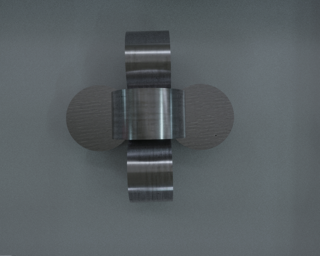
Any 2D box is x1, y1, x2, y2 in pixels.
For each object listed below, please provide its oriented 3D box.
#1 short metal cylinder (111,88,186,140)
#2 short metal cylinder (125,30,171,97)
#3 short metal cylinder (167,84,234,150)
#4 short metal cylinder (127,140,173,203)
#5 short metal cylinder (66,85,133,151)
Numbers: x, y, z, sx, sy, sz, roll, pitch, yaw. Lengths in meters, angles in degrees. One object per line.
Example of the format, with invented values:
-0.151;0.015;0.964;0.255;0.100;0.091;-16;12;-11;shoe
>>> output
-0.012;-0.014;0.338;0.081;0.080;0.050;-1;90;0;short metal cylinder
-0.014;-0.078;0.382;0.050;0.080;0.080;-2;90;-1;short metal cylinder
0.049;-0.013;0.397;0.081;0.050;0.080;0;90;0;short metal cylinder
-0.011;0.050;0.382;0.050;0.080;0.080;-2;90;-1;short metal cylinder
-0.072;-0.012;0.396;0.081;0.050;0.080;0;90;0;short metal cylinder
